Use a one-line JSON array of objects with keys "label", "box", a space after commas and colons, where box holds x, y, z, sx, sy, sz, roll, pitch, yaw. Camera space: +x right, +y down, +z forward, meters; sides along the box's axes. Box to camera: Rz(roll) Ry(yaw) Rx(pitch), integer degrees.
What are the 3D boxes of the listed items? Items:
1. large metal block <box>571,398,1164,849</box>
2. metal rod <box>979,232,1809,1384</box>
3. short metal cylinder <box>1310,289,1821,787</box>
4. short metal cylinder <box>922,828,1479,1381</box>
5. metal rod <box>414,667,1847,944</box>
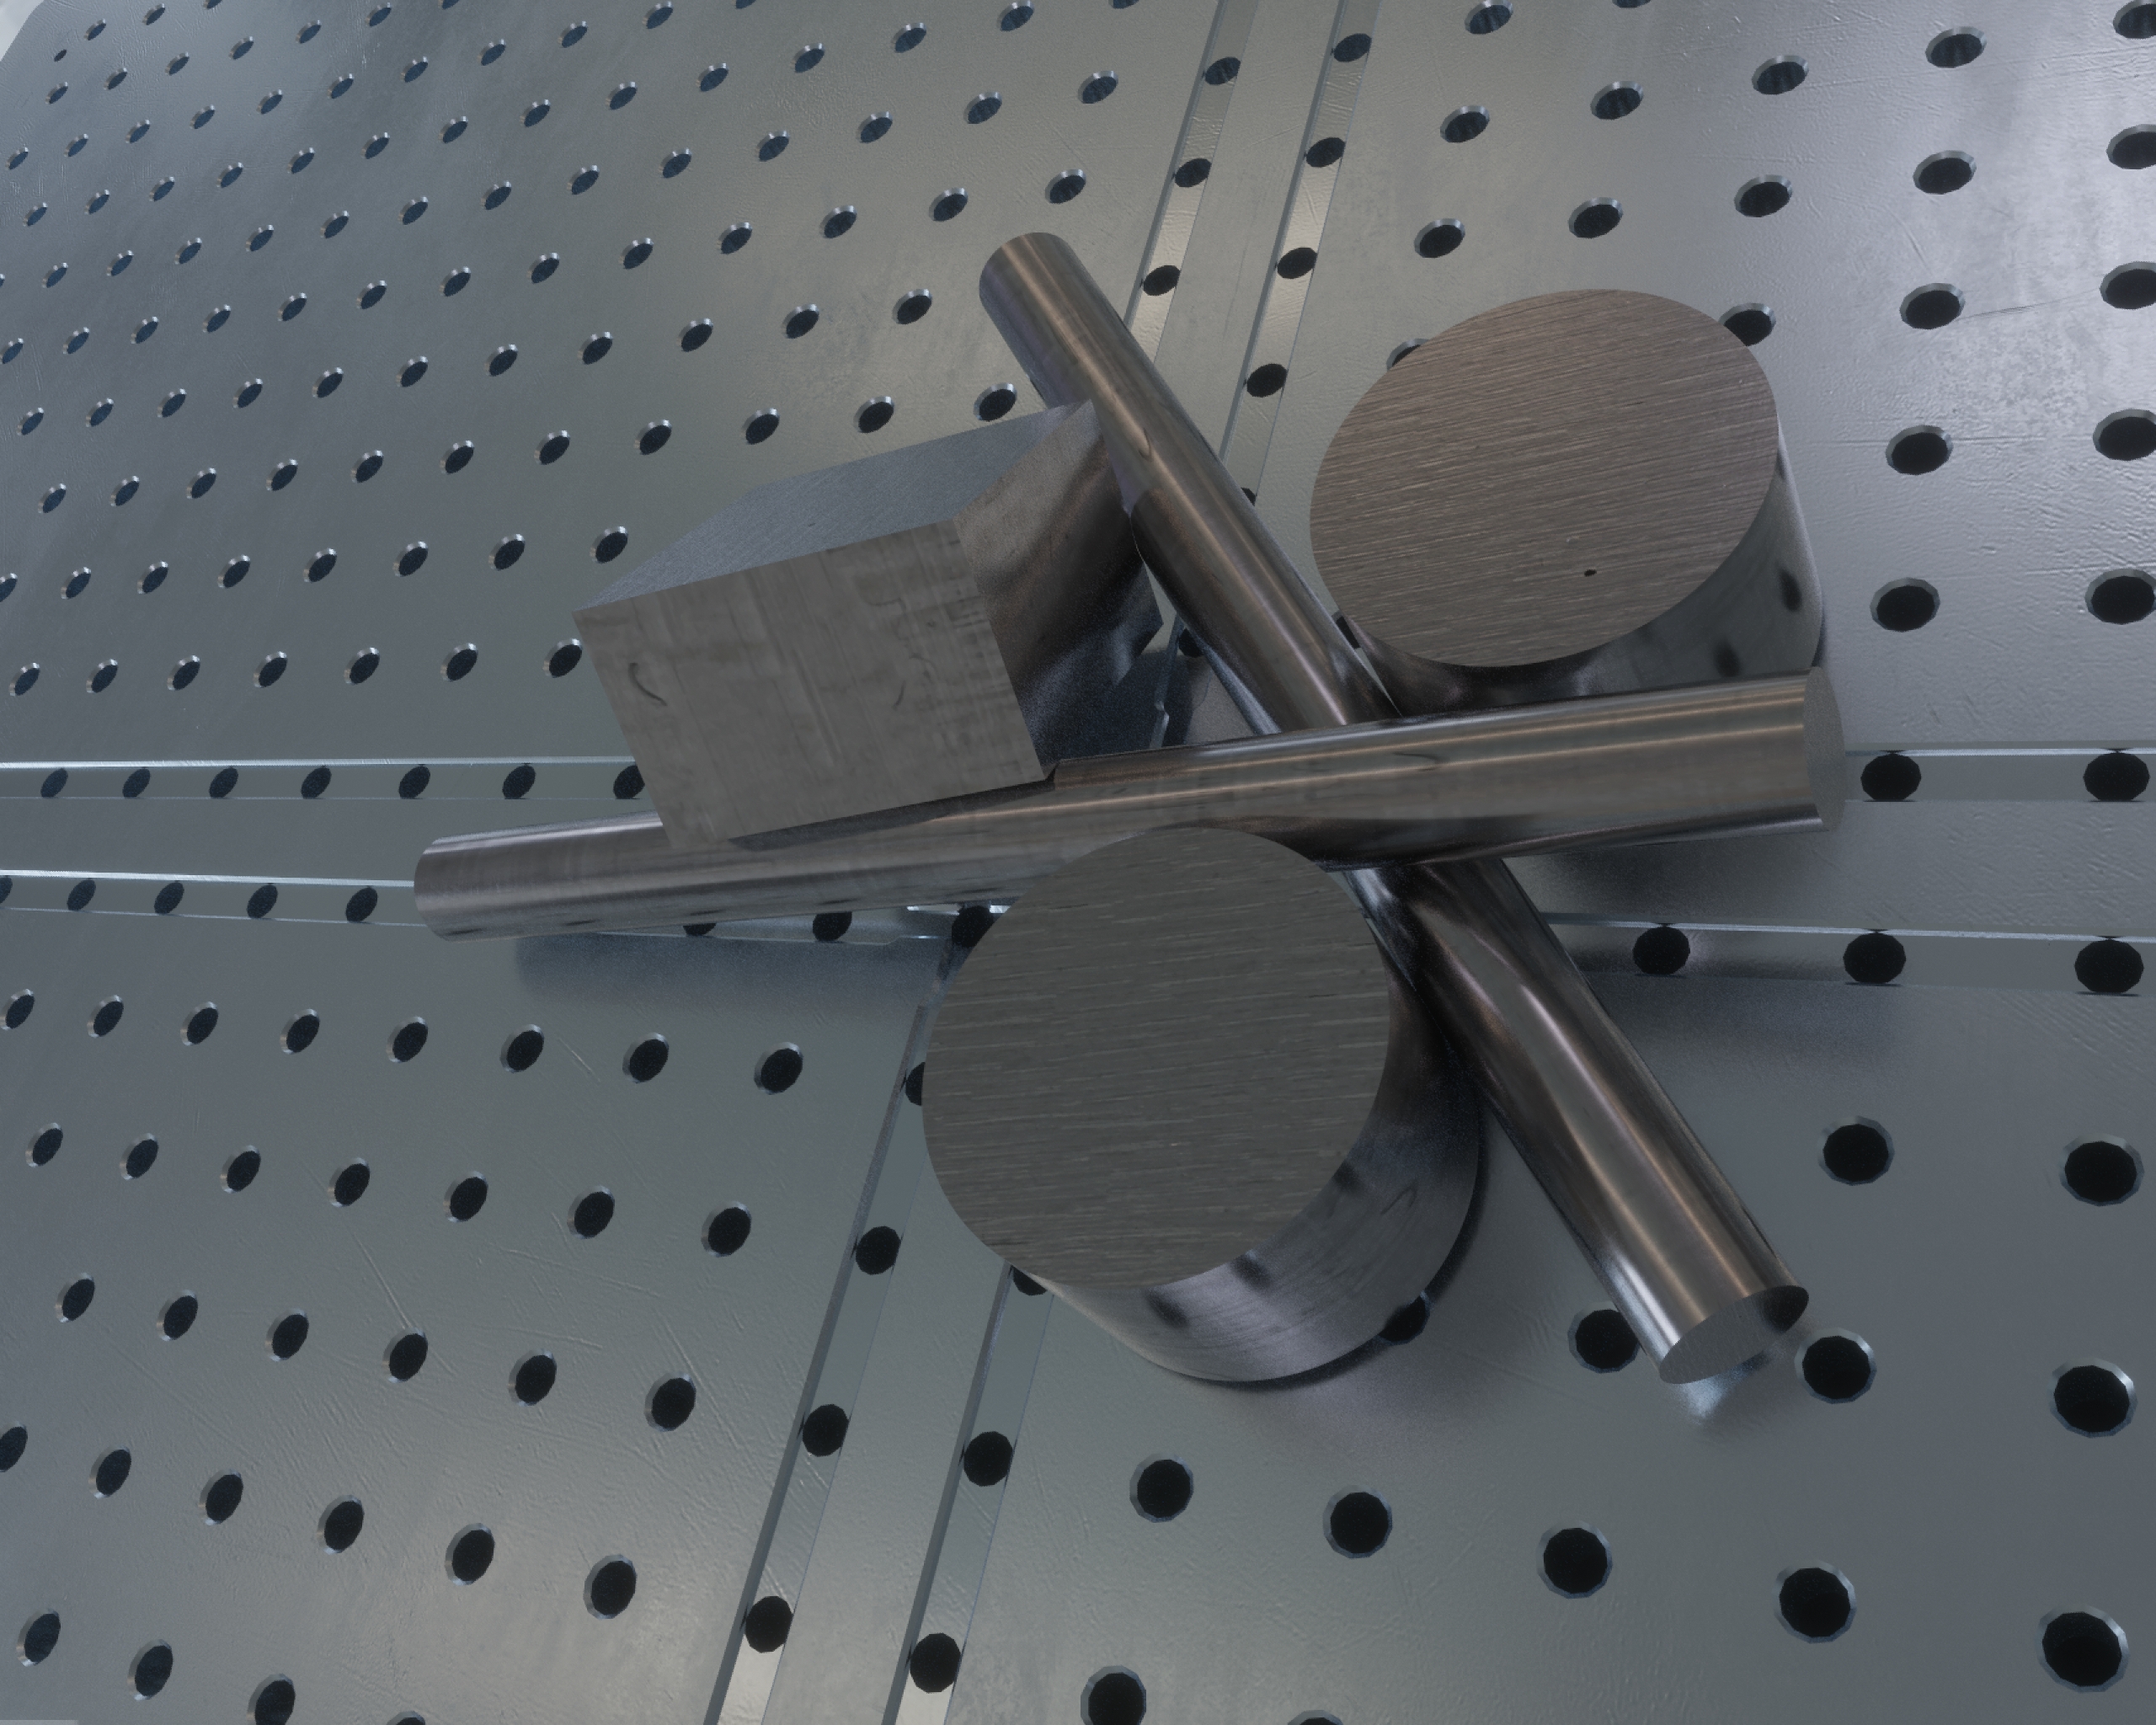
[{"label": "large metal block", "box": [-0.038, -0.048, 0.414, 0.080, 0.050, 0.080, -10, 23, 23]}, {"label": "metal rod", "box": [0.043, -0.034, 0.402, 0.025, 0.025, 0.300, -33, 51, 7]}, {"label": "short metal cylinder", "box": [0.088, -0.055, 0.376, 0.080, 0.050, 0.080, -13, 56, 21]}, {"label": "short metal cylinder", "box": [0.021, 0.041, 0.351, 0.080, 0.050, 0.080, -13, 56, 21]}, {"label": "metal rod", "box": [-0.014, -0.006, 0.393, 0.300, 0.025, 0.025, -5, 59, 32]}]
